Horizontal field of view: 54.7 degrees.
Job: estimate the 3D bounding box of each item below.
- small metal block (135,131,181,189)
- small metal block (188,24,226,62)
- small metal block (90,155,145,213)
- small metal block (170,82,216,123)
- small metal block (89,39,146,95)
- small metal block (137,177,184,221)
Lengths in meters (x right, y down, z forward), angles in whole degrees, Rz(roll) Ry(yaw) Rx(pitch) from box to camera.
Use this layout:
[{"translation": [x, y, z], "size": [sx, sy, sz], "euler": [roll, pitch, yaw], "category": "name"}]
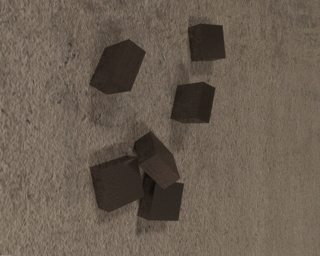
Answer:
[{"translation": [-0.004, 0.039, 0.385], "size": [0.025, 0.050, 0.050], "euler": [-35, 120, 12], "category": "small metal block"}, {"translation": [0.071, -0.128, 0.467], "size": [0.050, 0.025, 0.050], "euler": [-12, 98, -40], "category": "small metal block"}, {"translation": [-0.050, 0.064, 0.365], "size": [0.050, 0.025, 0.050], "euler": [-16, 101, -39], "category": "small metal block"}, {"translation": [0.045, -0.034, 0.429], "size": [0.025, 0.050, 0.050], "euler": [20, 78, -39], "category": "small metal block"}, {"translation": [-0.048, -0.067, 0.349], "size": [0.025, 0.050, 0.050], "euler": [31, 71, -36], "category": "small metal block"}, {"translation": [0.002, 0.094, 0.408], "size": [0.050, 0.025, 0.050], "euler": [16, 80, -39], "category": "small metal block"}]
